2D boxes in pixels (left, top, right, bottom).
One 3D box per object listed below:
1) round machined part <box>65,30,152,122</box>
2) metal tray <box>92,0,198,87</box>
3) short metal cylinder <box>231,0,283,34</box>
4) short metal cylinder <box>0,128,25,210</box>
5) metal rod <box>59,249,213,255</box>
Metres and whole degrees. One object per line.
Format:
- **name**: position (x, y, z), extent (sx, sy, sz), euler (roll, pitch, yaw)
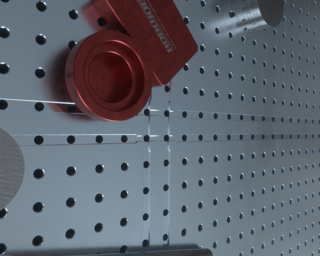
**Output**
- **round machined part**: position (-0.060, -0.056, 0.348), extent (0.099, 0.042, 0.097), euler (0, 90, -40)
- **metal tray**: position (-0.013, -0.128, 0.394), extent (0.090, 0.030, 0.130), euler (-50, 120, -28)
- **short metal cylinder**: position (0.168, -0.209, 0.533), extent (0.081, 0.050, 0.080), euler (0, 90, -40)
- **short metal cylinder**: position (-0.162, 0.034, 0.257), extent (0.081, 0.050, 0.080), euler (0, 90, -40)
- **metal rod**: position (-0.042, 0.164, 0.373), extent (0.302, 0.025, 0.025), euler (16, 80, -39)
